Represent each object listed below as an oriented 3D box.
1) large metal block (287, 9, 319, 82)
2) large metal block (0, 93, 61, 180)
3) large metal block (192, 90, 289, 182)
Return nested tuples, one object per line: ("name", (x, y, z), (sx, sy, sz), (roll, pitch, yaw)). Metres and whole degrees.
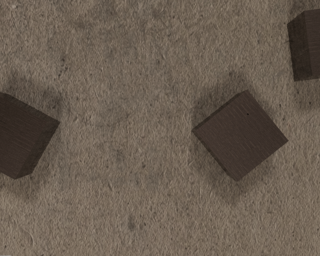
("large metal block", (0.219, -0.108, 0.400), (0.081, 0.050, 0.080), (-7, 90, -1))
("large metal block", (-0.190, 0.008, 0.395), (0.080, 0.050, 0.080), (29, 90, -1))
("large metal block", (0.099, 0.009, 0.399), (0.080, 0.050, 0.080), (-39, 91, 0))
